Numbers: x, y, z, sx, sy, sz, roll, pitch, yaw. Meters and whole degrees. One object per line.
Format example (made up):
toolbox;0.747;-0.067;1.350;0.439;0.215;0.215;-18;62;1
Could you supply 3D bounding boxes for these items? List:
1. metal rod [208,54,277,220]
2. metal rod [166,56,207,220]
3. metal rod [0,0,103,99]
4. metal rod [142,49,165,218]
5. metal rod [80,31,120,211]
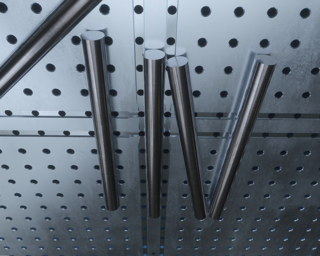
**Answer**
metal rod;0.107;0.036;0.444;0.025;0.025;0.298;3;130;-3
metal rod;0.045;0.037;0.443;0.025;0.025;0.298;-8;130;6
metal rod;-0.124;-0.094;0.329;0.299;0.025;0.025;-33;123;24
metal rod;-0.008;0.032;0.438;0.025;0.025;0.298;0;130;-1
metal rod;-0.075;0.016;0.423;0.025;0.025;0.298;1;130;-1
